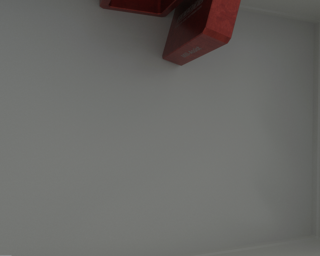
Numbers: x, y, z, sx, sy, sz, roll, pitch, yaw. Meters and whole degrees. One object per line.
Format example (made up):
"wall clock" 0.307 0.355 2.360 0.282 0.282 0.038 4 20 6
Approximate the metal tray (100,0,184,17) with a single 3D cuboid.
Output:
"metal tray" -0.013 -0.167 0.351 0.091 0.130 0.030 1 90 -20

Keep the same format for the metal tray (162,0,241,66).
"metal tray" 0.048 -0.133 0.373 0.030 0.130 0.090 17 84 -18
